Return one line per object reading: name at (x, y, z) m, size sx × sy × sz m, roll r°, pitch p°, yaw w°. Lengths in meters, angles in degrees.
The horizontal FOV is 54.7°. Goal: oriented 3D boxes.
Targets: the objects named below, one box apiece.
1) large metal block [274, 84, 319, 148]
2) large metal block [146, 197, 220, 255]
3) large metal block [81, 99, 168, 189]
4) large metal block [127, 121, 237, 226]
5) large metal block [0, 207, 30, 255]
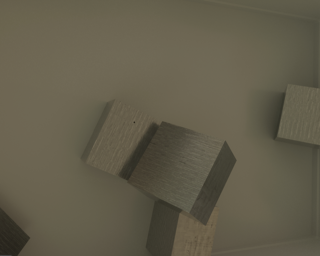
large metal block at (0.222, -0.015, 0.461) m, size 0.080 × 0.050 × 0.080 m, roll 12°, pitch 85°, yaw 16°
large metal block at (0.026, 0.128, 0.392) m, size 0.050 × 0.080 × 0.080 m, roll 13°, pitch 86°, yaw -20°
large metal block at (-0.041, 0.019, 0.383) m, size 0.080 × 0.050 × 0.080 m, roll 26°, pitch 81°, yaw -18°
large metal block at (0.025, 0.047, 0.339) m, size 0.080 × 0.080 × 0.050 m, roll -60°, pitch 143°, yaw -16°
large metal block at (-0.191, 0.118, 0.303) m, size 0.050 × 0.080 × 0.080 m, roll -33°, pitch 103°, yaw 16°
